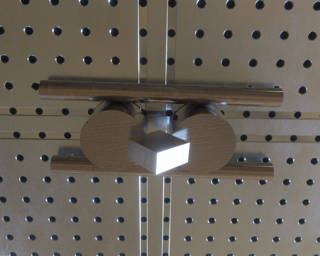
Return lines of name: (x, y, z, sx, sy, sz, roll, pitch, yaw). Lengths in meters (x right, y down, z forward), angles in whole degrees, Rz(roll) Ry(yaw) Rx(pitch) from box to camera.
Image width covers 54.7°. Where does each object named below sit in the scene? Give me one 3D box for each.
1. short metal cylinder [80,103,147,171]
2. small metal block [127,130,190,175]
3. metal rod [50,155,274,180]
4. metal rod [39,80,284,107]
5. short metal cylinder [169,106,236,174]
short metal cylinder: (-0.057, 0.008, 0.399, 0.081, 0.050, 0.079, 0, 110, 0)
small metal block: (-0.002, 0.026, 0.357, 0.050, 0.050, 0.025, -14, 116, -42)
metal rod: (0.004, 0.055, 0.430, 0.302, 0.025, 0.025, 2, 110, -1)
metal rod: (0.002, -0.043, 0.394, 0.302, 0.025, 0.025, 2, 110, -1)
short metal cylinder: (0.053, 0.012, 0.401, 0.081, 0.050, 0.079, 0, 110, 0)
